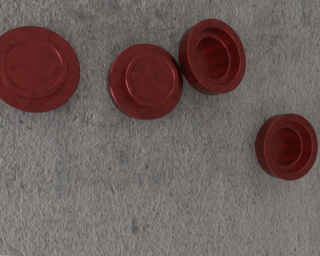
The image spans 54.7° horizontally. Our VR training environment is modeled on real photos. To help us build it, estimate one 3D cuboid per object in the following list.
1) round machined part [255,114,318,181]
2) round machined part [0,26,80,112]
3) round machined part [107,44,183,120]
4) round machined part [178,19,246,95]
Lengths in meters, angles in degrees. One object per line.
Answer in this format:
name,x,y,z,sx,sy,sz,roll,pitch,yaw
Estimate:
round machined part,0.184,0.028,0.468,0.099,0.042,0.097,0,90,-20
round machined part,-0.140,-0.066,0.348,0.099,0.042,0.097,0,90,-20
round machined part,-0.015,-0.059,0.394,0.099,0.042,0.097,0,90,-20
round machined part,0.065,-0.092,0.417,0.099,0.042,0.097,3,84,-30
